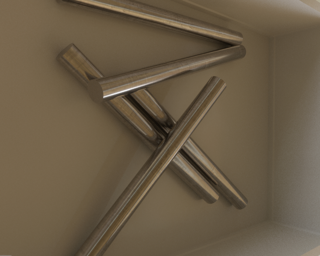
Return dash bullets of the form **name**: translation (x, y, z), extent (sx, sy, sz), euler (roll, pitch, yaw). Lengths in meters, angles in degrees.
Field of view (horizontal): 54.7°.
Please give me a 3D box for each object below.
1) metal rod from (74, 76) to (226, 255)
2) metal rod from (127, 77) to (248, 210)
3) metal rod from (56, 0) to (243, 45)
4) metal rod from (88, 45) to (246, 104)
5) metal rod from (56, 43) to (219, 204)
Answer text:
- **metal rod**: translation (-0.009, 0.051, 0.374), extent (0.300, 0.025, 0.025), euler (-52, 121, -18)
- **metal rod**: translation (0.047, 0.034, 0.448), extent (0.300, 0.025, 0.025), euler (46, 62, -31)
- **metal rod**: translation (0.012, -0.144, 0.417), extent (0.302, 0.025, 0.025), euler (-1, 91, -40)
- **metal rod**: translation (0.034, -0.082, 0.416), extent (0.302, 0.025, 0.025), euler (-25, 106, -44)
- **metal rod**: translation (-0.010, 0.013, 0.399), extent (0.300, 0.025, 0.025), euler (46, 62, -31)
